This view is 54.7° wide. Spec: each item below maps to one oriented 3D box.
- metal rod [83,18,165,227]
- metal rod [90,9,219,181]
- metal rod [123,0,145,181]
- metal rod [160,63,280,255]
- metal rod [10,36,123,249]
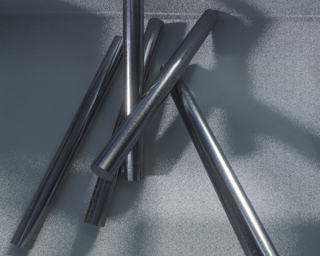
[{"bbox_3d":[-0.042,-0.022,0.416,0.025,0.025,0.299,13,70,4],"label":"metal rod"},{"bbox_3d":[0.009,-0.062,0.388,0.025,0.025,0.301,27,57,9],"label":"metal rod"},{"bbox_3d":[-0.032,-0.085,0.374,0.025,0.025,0.298,0,95,0],"label":"metal rod"},{"bbox_3d":[0.052,0.019,0.342,0.025,0.025,0.300,-16,47,-6],"label":"metal rod"},{"bbox_3d":[-0.108,0.004,0.406,0.025,0.025,0.300,19,71,6],"label":"metal rod"}]
